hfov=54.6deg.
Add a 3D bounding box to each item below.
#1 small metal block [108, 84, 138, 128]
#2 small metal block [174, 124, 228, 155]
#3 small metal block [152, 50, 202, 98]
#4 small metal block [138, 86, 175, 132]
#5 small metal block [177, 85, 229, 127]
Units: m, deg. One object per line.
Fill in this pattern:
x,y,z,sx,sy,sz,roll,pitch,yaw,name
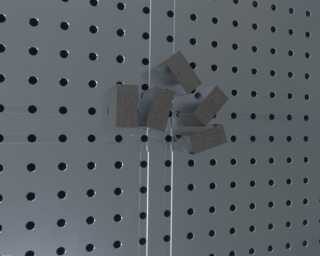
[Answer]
-0.046,-0.026,0.382,0.025,0.050,0.050,2,90,-20,small metal block
0.054,0.014,0.419,0.050,0.050,0.025,-18,97,-19,small metal block
0.021,-0.069,0.407,0.025,0.050,0.050,-40,103,-15,small metal block
-0.008,-0.023,0.396,0.025,0.050,0.050,16,85,-19,small metal block
0.057,-0.029,0.420,0.025,0.050,0.050,45,76,-15,small metal block
